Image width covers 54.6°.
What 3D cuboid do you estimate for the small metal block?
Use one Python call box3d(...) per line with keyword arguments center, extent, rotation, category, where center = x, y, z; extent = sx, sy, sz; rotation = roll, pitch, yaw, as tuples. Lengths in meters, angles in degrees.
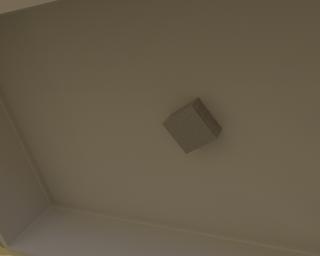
box3d(center=(0.040, -0.002, 0.387), extent=(0.050, 0.025, 0.050), rotation=(-32, 101, 38), category="small metal block")
